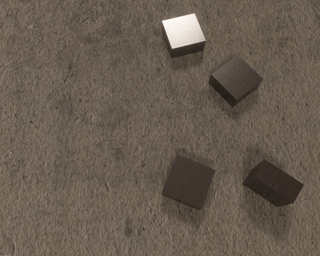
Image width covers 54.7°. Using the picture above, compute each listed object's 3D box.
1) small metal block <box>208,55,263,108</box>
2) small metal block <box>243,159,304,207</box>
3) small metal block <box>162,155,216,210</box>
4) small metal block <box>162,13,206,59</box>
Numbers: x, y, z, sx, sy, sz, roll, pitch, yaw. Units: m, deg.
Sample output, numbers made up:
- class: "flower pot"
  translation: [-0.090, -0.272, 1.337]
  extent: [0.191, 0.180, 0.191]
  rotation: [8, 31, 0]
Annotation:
- class: "small metal block"
  translation: [0.105, -0.066, 0.433]
  extent: [0.050, 0.025, 0.050]
  rotation: [-37, 75, -13]
- class: "small metal block"
  translation: [0.134, 0.068, 0.372]
  extent: [0.050, 0.050, 0.025]
  rotation: [34, 74, 11]
- class: "small metal block"
  translation: [0.035, 0.068, 0.384]
  extent: [0.050, 0.025, 0.050]
  rotation: [22, 71, 7]
- class: "small metal block"
  translation: [0.034, -0.136, 0.458]
  extent: [0.050, 0.025, 0.050]
  rotation: [-15, 71, -6]
